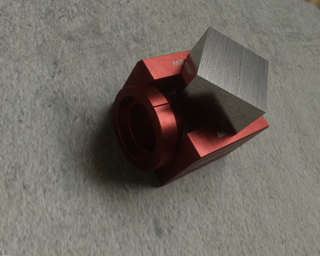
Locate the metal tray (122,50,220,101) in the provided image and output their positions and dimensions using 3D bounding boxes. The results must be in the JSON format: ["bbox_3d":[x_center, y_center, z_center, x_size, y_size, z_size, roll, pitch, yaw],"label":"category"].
[{"bbox_3d":[0.014,-0.060,0.411,0.131,0.090,0.030,-20,73,-36],"label":"metal tray"}]

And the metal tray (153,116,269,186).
[{"bbox_3d":[0.062,0.022,0.383,0.131,0.090,0.030,-19,72,-36],"label":"metal tray"}]

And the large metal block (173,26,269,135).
[{"bbox_3d":[0.069,-0.052,0.341,0.080,0.050,0.080,26,52,-12],"label":"large metal block"}]

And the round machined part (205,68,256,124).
[{"bbox_3d":[0.091,-0.038,0.432,0.042,0.097,0.098,-17,71,-35],"label":"round machined part"}]

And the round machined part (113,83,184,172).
[{"bbox_3d":[-0.011,-0.003,0.355,0.042,0.097,0.098,-17,71,-35],"label":"round machined part"}]
